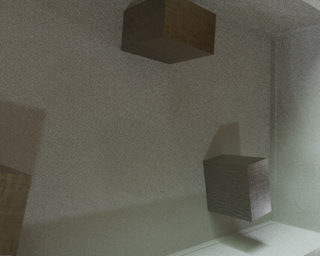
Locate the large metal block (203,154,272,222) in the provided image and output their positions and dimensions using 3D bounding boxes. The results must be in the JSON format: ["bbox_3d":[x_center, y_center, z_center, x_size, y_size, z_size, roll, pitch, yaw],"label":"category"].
[{"bbox_3d":[0.115,0.086,0.468,0.050,0.080,0.079,-11,97,-40],"label":"large metal block"}]

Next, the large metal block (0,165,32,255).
[{"bbox_3d":[-0.148,0.071,0.246,0.050,0.080,0.080,14,81,-39],"label":"large metal block"}]

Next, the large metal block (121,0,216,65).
[{"bbox_3d":[0.010,-0.117,0.379,0.081,0.080,0.050,6,86,-40],"label":"large metal block"}]
